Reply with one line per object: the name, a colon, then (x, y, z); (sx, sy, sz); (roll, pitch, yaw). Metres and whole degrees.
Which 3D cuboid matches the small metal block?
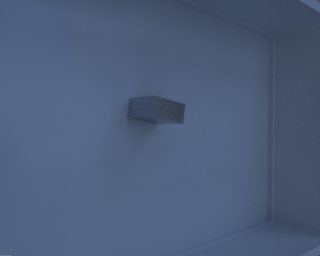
small metal block: (-0.005, -0.021, 0.388); (0.050, 0.050, 0.025); (11, 83, -40)
